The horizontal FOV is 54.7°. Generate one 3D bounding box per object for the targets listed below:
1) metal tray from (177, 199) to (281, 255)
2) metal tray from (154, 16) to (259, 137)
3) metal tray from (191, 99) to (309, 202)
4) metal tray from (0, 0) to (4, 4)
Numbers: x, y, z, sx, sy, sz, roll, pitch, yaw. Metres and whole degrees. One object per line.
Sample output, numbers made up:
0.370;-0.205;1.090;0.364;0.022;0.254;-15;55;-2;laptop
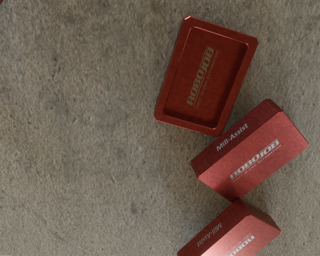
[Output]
0.101;0.169;0.455;0.090;0.030;0.130;33;108;-33;metal tray
0.053;-0.061;0.385;0.091;0.030;0.129;16;109;-7;metal tray
0.117;0.034;0.405;0.130;0.030;0.090;-42;126;13;metal tray
-0.227;-0.153;0.331;0.130;0.030;0.090;-32;108;25;metal tray
